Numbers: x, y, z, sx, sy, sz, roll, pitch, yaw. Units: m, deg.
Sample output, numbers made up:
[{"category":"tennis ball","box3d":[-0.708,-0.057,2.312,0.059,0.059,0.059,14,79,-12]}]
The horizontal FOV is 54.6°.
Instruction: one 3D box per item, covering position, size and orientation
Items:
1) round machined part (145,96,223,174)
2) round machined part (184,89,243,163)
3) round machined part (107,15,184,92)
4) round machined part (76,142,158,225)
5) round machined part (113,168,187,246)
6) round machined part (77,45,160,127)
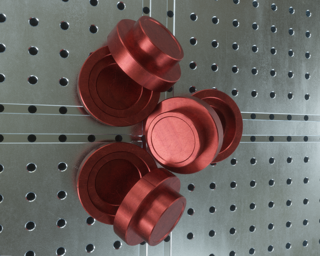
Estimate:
[{"category":"round machined part","box3d":[0.024,0.010,0.380,0.042,0.098,0.098,-22,100,-61]},{"category":"round machined part","box3d":[0.060,-0.003,0.425,0.099,0.042,0.097,0,90,-20]},{"category":"round machined part","box3d":[-0.010,-0.094,0.370,0.098,0.042,0.098,32,36,-26]},{"category":"round machined part","box3d":[-0.053,0.065,0.383,0.099,0.042,0.097,0,90,-20]},{"category":"round machined part","box3d":[-0.005,0.100,0.371,0.099,0.042,0.097,-39,146,-32]},{"category":"round machined part","box3d":[-0.052,-0.050,0.383,0.099,0.042,0.097,0,90,-20]}]
